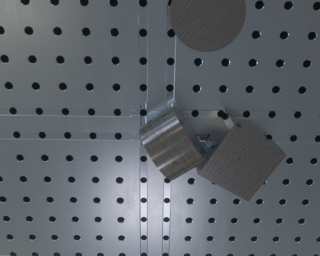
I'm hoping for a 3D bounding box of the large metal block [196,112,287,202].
[{"bbox_3d":[0.104,0.038,0.415,0.080,0.050,0.080,29,107,-11],"label":"large metal block"}]

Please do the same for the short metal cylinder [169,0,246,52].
[{"bbox_3d":[0.051,-0.130,0.353,0.081,0.050,0.079,0,110,0],"label":"short metal cylinder"}]

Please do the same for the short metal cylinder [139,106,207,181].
[{"bbox_3d":[0.017,0.019,0.391,0.050,0.080,0.080,-32,107,11],"label":"short metal cylinder"}]
